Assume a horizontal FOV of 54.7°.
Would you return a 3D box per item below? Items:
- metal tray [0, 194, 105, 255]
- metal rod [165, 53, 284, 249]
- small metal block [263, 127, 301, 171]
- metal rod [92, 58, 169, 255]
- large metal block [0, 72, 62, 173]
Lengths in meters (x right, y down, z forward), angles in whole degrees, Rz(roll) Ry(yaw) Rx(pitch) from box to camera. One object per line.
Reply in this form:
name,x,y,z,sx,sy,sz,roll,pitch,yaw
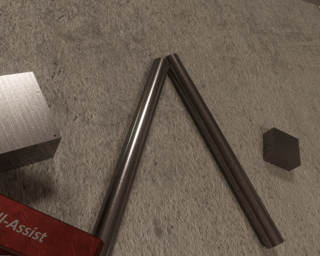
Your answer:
metal tray,-0.119,0.086,0.245,0.131,0.090,0.030,29,52,-11
metal rod,0.081,0.020,0.437,0.025,0.025,0.299,-15,70,-35
small metal block,0.192,0.034,0.489,0.050,0.025,0.050,23,53,-15
metal rod,-0.031,0.021,0.375,0.025,0.025,0.300,26,52,-13
large metal block,-0.156,-0.003,0.306,0.081,0.050,0.080,-17,71,-35
